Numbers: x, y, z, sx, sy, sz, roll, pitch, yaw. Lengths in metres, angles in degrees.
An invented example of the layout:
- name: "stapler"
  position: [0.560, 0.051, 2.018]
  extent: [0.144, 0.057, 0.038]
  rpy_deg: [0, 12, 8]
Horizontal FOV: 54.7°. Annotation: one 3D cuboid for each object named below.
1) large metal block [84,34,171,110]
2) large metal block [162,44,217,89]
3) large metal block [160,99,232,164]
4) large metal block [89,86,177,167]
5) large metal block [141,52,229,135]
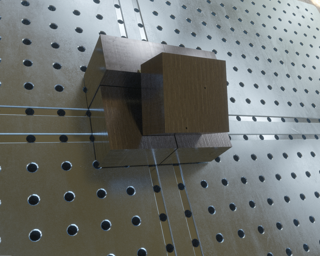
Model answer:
- name: "large metal block"
  position: [-0.044, -0.065, 0.389]
  extent: [0.081, 0.080, 0.050]
  rpy_deg: [1, 62, -28]
- name: "large metal block"
  position: [0.028, -0.064, 0.427]
  extent: [0.081, 0.080, 0.050]
  rpy_deg: [1, 62, -28]
- name: "large metal block"
  position: [0.038, 0.000, 0.411]
  extent: [0.081, 0.050, 0.080]
  rpy_deg: [1, 62, -28]
- name: "large metal block"
  position: [-0.035, -0.001, 0.373]
  extent: [0.081, 0.050, 0.080]
  rpy_deg: [1, 62, -28]
- name: "large metal block"
  position: [0.027, -0.033, 0.343]
  extent: [0.081, 0.050, 0.080]
  rpy_deg: [0, 86, -29]
